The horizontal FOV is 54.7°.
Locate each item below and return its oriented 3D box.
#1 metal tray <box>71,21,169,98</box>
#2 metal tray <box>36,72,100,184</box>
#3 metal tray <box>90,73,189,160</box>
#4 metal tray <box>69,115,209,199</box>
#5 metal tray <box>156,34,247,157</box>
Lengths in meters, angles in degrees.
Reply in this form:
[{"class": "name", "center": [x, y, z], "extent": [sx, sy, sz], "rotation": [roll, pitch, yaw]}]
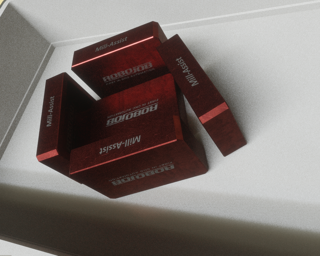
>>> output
[{"class": "metal tray", "center": [-0.045, -0.088, 0.437], "extent": [0.130, 0.090, 0.030], "rotation": [-15, 56, 19]}, {"class": "metal tray", "center": [-0.118, 0.000, 0.421], "extent": [0.030, 0.090, 0.130], "rotation": [-19, 54, 17]}, {"class": "metal tray", "center": [-0.031, -0.013, 0.422], "extent": [0.130, 0.030, 0.090], "rotation": [-18, 55, 17]}, {"class": "metal tray", "center": [-0.022, 0.038, 0.348], "extent": [0.130, 0.090, 0.030], "rotation": [-19, 55, 17]}, {"class": "metal tray", "center": [0.047, -0.039, 0.360], "extent": [0.030, 0.090, 0.130], "rotation": [-32, 52, 8]}]
